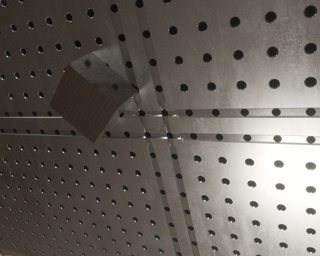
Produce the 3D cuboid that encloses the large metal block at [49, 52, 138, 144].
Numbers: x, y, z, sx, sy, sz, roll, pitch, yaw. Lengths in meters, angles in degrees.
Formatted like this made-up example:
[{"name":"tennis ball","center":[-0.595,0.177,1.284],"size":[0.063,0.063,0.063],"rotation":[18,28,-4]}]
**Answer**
[{"name":"large metal block","center":[-0.090,-0.040,0.416],"size":[0.080,0.050,0.080],"rotation":[41,129,0]}]
